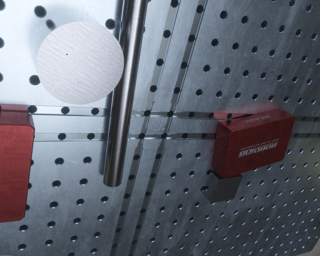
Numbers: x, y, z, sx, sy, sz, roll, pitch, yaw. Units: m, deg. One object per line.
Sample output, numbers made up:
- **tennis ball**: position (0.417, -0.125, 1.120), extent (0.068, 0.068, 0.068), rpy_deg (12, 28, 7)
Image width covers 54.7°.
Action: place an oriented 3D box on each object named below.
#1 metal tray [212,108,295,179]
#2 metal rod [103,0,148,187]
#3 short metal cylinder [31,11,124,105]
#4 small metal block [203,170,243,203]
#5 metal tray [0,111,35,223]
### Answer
- **metal tray**: position (0.152, 0.024, 0.506), extent (0.131, 0.030, 0.089), rpy_deg (-12, 124, -22)
- **metal rod**: position (-0.039, -0.058, 0.353), extent (0.025, 0.025, 0.298), rpy_deg (-3, 120, -27)
- **short metal cylinder**: position (-0.082, -0.070, 0.307), extent (0.081, 0.050, 0.079), rpy_deg (-14, 124, -21)
- **small metal block**: position (0.107, 0.098, 0.530), extent (0.050, 0.025, 0.050), rpy_deg (-2, 119, -28)
- **metal tray**: position (-0.190, 0.045, 0.332), extent (0.091, 0.030, 0.129), rpy_deg (2, 117, -30)
